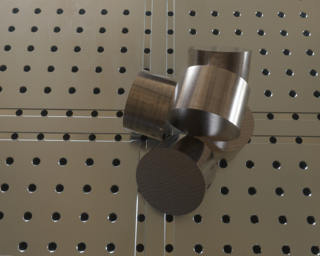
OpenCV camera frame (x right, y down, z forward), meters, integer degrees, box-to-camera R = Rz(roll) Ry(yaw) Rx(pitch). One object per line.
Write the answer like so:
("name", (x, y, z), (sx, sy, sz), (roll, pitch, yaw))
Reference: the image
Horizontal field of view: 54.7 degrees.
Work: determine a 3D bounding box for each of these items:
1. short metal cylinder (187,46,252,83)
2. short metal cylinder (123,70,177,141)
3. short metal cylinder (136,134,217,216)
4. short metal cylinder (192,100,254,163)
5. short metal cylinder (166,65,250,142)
("short metal cylinder", (0.076, -0.078, 0.404), (0.080, 0.080, 0.050), (2, 110, 1))
("short metal cylinder", (-0.008, -0.029, 0.393), (0.050, 0.080, 0.080), (18, 71, 6))
("short metal cylinder", (0.020, 0.052, 0.357), (0.080, 0.050, 0.079), (7, 108, 22))
("short metal cylinder", (0.074, 0.001, 0.398), (0.081, 0.050, 0.080), (0, 69, 0))
("short metal cylinder", (0.053, -0.024, 0.338), (0.080, 0.080, 0.050), (16, 71, 6))
